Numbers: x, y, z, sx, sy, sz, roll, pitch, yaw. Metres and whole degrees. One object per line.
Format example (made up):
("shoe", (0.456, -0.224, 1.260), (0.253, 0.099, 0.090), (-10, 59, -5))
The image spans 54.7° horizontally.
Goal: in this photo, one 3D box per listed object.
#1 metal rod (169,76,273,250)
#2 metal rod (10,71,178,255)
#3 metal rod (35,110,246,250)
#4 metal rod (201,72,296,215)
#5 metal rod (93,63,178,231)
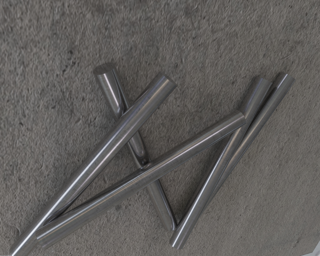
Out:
("metal rod", (0.088, 0.061, 0.480), (0.025, 0.025, 0.298), (16, 106, -35))
("metal rod", (-0.088, 0.054, 0.370), (0.025, 0.025, 0.299), (31, 108, -38))
("metal rod", (-0.014, 0.059, 0.401), (0.302, 0.025, 0.025), (-30, 129, -14))
("metal rod", (0.117, 0.046, 0.498), (0.025, 0.025, 0.299), (21, 107, -36))
("metal rod", (-0.022, 0.048, 0.424), (0.025, 0.025, 0.299), (-28, 128, -11))
